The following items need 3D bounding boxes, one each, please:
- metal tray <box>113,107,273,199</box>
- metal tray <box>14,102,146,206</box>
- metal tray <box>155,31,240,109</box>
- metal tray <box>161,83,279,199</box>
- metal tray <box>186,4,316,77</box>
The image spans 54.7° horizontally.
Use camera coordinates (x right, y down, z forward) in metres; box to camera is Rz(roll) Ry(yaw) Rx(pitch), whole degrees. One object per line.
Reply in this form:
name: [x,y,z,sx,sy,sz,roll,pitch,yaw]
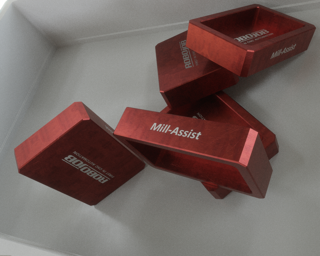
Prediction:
metal tray: [0.031,0.023,0.294,0.130,0.090,0.030,11,68,33]
metal tray: [-0.086,0.037,0.361,0.090,0.130,0.030,-38,51,3]
metal tray: [0.043,-0.088,0.411,0.090,0.030,0.130,-21,38,13]
metal tray: [0.060,0.006,0.366,0.090,0.030,0.130,-40,51,1]
metal tray: [0.107,-0.108,0.364,0.131,0.030,0.090,-26,49,-32]
